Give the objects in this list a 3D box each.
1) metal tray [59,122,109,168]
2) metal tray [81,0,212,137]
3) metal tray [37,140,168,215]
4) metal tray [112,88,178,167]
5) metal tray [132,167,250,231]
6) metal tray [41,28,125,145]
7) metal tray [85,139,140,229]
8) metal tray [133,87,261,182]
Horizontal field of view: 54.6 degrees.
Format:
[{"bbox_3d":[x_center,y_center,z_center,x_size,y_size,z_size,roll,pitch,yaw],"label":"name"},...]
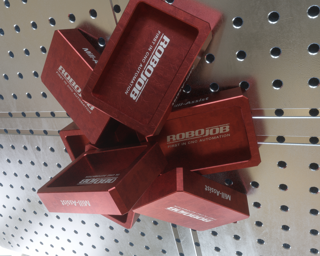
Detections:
[{"bbox_3d":[-0.094,0.052,0.491,0.090,0.030,0.129,-5,116,29],"label":"metal tray"},{"bbox_3d":[-0.014,-0.066,0.331,0.090,0.030,0.130,30,95,9],"label":"metal tray"},{"bbox_3d":[-0.067,0.057,0.356,0.130,0.090,0.030,-10,113,37],"label":"metal tray"},{"bbox_3d":[-0.022,0.006,0.423,0.090,0.030,0.129,-6,114,28],"label":"metal tray"},{"bbox_3d":[0.041,0.098,0.404,0.131,0.030,0.090,27,138,-33],"label":"metal tray"},{"bbox_3d":[-0.099,-0.054,0.406,0.130,0.030,0.090,48,131,14],"label":"metal tray"},{"bbox_3d":[-0.066,0.081,0.454,0.090,0.030,0.129,24,127,13],"label":"metal tray"},{"bbox_3d":[0.045,0.011,0.368,0.130,0.030,0.090,-12,113,14],"label":"metal tray"}]
